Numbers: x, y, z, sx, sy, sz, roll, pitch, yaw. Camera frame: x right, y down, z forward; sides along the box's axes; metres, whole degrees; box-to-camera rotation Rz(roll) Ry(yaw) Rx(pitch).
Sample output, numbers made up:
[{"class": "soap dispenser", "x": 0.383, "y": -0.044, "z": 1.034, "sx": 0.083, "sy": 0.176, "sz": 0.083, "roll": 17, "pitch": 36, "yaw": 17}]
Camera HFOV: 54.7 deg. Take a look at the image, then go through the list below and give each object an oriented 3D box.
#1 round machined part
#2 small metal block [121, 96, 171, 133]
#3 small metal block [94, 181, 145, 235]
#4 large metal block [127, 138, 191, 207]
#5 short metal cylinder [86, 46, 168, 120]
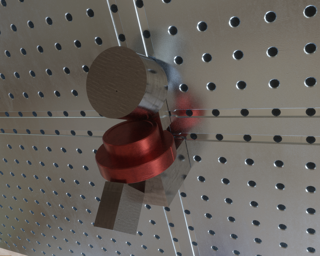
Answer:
[{"class": "round machined part", "x": -0.032, "y": 0.021, "z": 0.379, "sx": 0.098, "sy": 0.098, "sz": 0.042, "roll": 1, "pitch": 119, "yaw": 27}, {"class": "small metal block", "x": -0.018, "y": -0.022, "z": 0.404, "sx": 0.050, "sy": 0.025, "sz": 0.050, "roll": 1, "pitch": 119, "yaw": 27}, {"class": "small metal block", "x": -0.045, "y": 0.093, "z": 0.358, "sx": 0.025, "sy": 0.050, "sz": 0.050, "roll": 1, "pitch": 157, "yaw": 27}, {"class": "large metal block", "x": -0.014, "y": 0.054, "z": 0.414, "sx": 0.080, "sy": 0.080, "sz": 0.050, "roll": 1, "pitch": 119, "yaw": 27}, {"class": "short metal cylinder", "x": -0.038, "y": -0.049, "z": 0.361, "sx": 0.080, "sy": 0.050, "sz": 0.080, "roll": -1, "pitch": 88, "yaw": 27}]
